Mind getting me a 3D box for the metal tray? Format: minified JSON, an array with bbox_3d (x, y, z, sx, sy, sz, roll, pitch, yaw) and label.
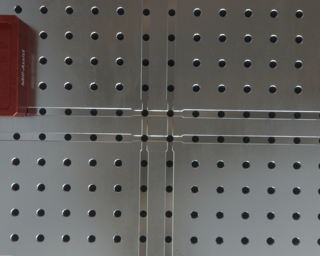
[{"bbox_3d":[-0.226,-0.080,0.409,0.090,0.030,0.129,1,90,0],"label":"metal tray"}]
